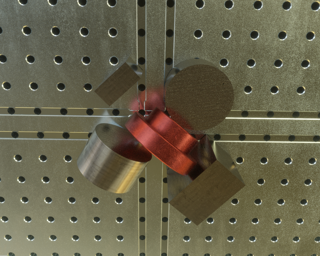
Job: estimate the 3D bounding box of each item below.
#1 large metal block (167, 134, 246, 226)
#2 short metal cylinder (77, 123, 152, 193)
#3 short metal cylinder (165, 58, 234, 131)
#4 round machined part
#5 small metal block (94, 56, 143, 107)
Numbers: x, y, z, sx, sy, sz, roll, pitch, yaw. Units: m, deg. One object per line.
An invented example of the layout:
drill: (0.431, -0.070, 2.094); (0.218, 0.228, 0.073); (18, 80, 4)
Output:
large metal block: (0.056, 0.066, 0.410); (0.050, 0.080, 0.080); (42, 105, -14)
short metal cylinder: (-0.058, 0.037, 0.397); (0.080, 0.080, 0.050); (29, 107, -11)
short metal cylinder: (0.046, -0.043, 0.384); (0.081, 0.050, 0.079); (0, 110, -1)
round machined part: (0.008, 0.011, 0.379); (0.098, 0.098, 0.042); (39, 93, -14)
small metal block: (-0.049, -0.058, 0.378); (0.050, 0.050, 0.025); (-40, 106, 13)
